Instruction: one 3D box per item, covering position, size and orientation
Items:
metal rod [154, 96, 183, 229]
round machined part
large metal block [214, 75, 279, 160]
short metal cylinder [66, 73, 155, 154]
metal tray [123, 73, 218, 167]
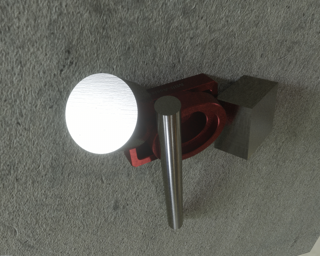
[{"bbox_3d":[0.017,0.069,0.405,0.025,0.025,0.299,-25,145,-14],"label":"metal rod"},{"bbox_3d":[0.028,-0.006,0.379,0.099,0.042,0.097,-19,142,-16],"label":"round machined part"},{"bbox_3d":[0.118,-0.017,0.427,0.080,0.050,0.079,-38,135,-38],"label":"large metal block"},{"bbox_3d":[-0.051,-0.014,0.329,0.080,0.080,0.050,-55,164,11],"label":"short metal cylinder"},{"bbox_3d":[0.013,-0.011,0.407,0.131,0.030,0.089,-19,126,-18],"label":"metal tray"}]
